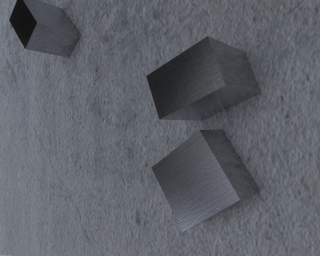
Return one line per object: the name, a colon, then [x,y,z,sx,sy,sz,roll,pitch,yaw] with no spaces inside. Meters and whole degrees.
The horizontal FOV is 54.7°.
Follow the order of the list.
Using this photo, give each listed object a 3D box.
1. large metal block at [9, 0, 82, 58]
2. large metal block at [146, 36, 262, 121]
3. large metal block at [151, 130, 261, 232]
large metal block: [-0.195,-0.171,0.526,0.050,0.081,0.080,-51,61,28]
large metal block: [0.047,-0.046,0.329,0.080,0.081,0.050,-26,74,36]
large metal block: [0.049,0.057,0.347,0.080,0.050,0.080,-41,65,32]
